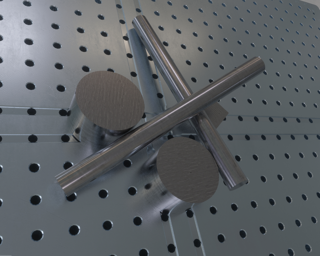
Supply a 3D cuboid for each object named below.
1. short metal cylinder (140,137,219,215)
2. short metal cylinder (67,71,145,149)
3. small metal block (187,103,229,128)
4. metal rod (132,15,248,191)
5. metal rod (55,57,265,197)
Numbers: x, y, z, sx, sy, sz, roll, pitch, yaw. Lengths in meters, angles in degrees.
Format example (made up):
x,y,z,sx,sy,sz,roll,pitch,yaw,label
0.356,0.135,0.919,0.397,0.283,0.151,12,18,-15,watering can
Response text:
x,y,z,sx,sy,sz,roll,pitch,yaw,label
0.022,0.057,0.369,0.081,0.050,0.080,14,56,-21,short metal cylinder
-0.065,-0.021,0.370,0.081,0.050,0.080,14,56,-21,short metal cylinder
0.065,-0.020,0.456,0.050,0.025,0.050,43,51,1,small metal block
0.030,-0.051,0.429,0.025,0.025,0.299,-10,59,-32,metal rod
0.017,-0.014,0.374,0.302,0.025,0.025,-32,79,-22,metal rod
